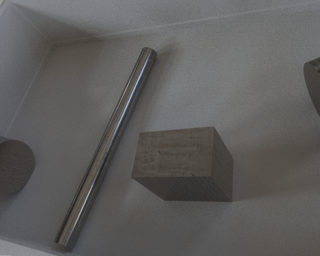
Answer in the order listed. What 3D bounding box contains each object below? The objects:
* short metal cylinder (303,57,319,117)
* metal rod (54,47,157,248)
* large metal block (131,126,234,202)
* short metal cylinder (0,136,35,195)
[{"bbox_3d":[0.181,-0.036,0.298,0.050,0.080,0.080,-22,54,15],"label":"short metal cylinder"},{"bbox_3d":[-0.067,0.012,0.431,0.025,0.025,0.300,8,65,31],"label":"metal rod"},{"bbox_3d":[0.028,0.042,0.329,0.080,0.080,0.050,-5,60,25],"label":"large metal block"},{"bbox_3d":[-0.237,0.053,0.460,0.050,0.080,0.080,9,67,32],"label":"short metal cylinder"}]
